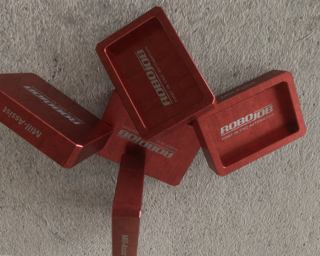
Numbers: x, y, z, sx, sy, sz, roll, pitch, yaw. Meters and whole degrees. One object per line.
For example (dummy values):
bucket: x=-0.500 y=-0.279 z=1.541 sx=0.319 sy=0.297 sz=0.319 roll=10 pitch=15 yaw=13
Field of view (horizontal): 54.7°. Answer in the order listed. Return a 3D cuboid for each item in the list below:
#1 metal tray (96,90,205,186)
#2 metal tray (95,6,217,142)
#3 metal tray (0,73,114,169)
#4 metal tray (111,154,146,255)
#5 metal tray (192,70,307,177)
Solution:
metal tray: x=-0.016 y=0.013 z=0.413 sx=0.131 sy=0.030 sz=0.089 roll=24 pitch=108 yaw=-9
metal tray: x=-0.006 y=-0.060 z=0.355 sx=0.090 sy=0.030 sz=0.130 roll=-30 pitch=79 yaw=10
metal tray: x=-0.128 y=-0.014 z=0.353 sx=0.130 sy=0.090 sz=0.030 roll=35 pitch=107 yaw=5
metal tray: x=-0.039 y=0.108 z=0.395 sx=0.030 sy=0.090 sz=0.129 roll=5 pitch=131 yaw=-2
metal tray: x=0.112 y=-0.007 z=0.390 sx=0.131 sy=0.030 sz=0.090 roll=-25 pitch=109 yaw=-7
